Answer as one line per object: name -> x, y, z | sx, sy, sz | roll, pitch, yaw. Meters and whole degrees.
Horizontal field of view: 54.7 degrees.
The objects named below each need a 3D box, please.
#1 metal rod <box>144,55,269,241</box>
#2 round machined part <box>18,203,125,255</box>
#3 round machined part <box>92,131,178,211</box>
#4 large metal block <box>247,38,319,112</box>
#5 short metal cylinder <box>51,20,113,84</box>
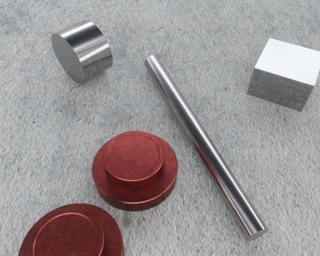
metal rod -> 0.043, 0.002, 0.402 | 0.025, 0.025, 0.300 | -17, 52, -14
round machined part -> -0.085, 0.116, 0.294 | 0.099, 0.042, 0.098 | 0, 50, 0
round machined part -> -0.029, 0.042, 0.357 | 0.099, 0.042, 0.098 | 0, 50, 0
large metal block -> 0.184, -0.080, 0.456 | 0.080, 0.050, 0.080 | 22, 53, 17
short metal cylinder -> -0.116, -0.113, 0.461 | 0.050, 0.080, 0.080 | -37, 59, -27
